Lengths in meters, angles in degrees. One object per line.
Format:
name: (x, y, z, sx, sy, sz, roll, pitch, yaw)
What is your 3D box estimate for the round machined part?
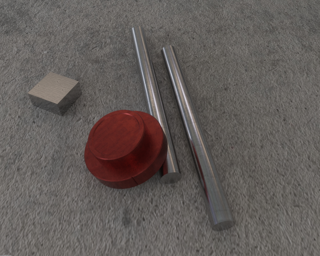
round machined part: (-0.044, 0.017, 0.361, 0.098, 0.042, 0.098, -10, 52, 13)

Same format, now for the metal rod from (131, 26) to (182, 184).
metal rod: (-0.013, -0.056, 0.449, 0.025, 0.025, 0.300, -8, 50, -7)

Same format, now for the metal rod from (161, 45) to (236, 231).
metal rod: (0.040, -0.012, 0.413, 0.025, 0.025, 0.300, -8, 50, -6)

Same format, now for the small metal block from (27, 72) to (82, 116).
small metal block: (-0.149, -0.049, 0.444, 0.050, 0.025, 0.050, 20, 53, 15)
